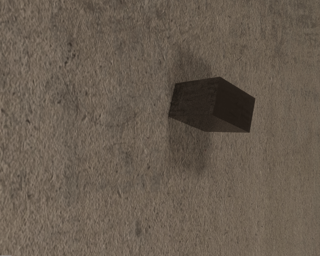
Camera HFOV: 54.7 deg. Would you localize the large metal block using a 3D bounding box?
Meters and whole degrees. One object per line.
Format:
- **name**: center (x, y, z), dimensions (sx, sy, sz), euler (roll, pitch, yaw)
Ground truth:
- **large metal block**: center (0.072, -0.029, 0.432), dimensions (0.080, 0.080, 0.050), euler (21, 77, -39)
